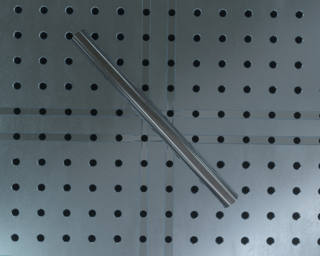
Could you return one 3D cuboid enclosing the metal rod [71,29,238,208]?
[{"bbox_3d":[-0.007,-0.012,0.414,0.025,0.025,0.300,-43,90,0],"label":"metal rod"}]
